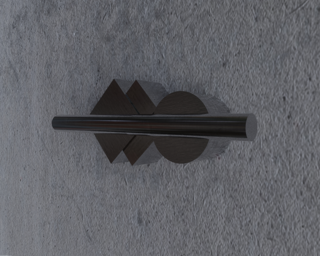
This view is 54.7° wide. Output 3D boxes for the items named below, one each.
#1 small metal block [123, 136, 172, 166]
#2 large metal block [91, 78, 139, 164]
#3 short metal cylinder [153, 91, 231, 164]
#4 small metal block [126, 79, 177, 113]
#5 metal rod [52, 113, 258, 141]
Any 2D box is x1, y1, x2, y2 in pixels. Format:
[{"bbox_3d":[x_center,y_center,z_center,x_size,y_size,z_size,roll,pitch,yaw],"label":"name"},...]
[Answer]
[{"bbox_3d":[-0.011,0.021,0.401,0.050,0.050,0.025,-50,61,28],"label":"small metal block"},{"bbox_3d":[-0.046,-0.009,0.426,0.080,0.050,0.080,-49,61,28],"label":"large metal block"},{"bbox_3d":[0.037,-0.001,0.359,0.080,0.050,0.080,0,90,40],"label":"short metal cylinder"},{"bbox_3d":[-0.008,-0.033,0.397,0.025,0.050,0.050,-50,61,28],"label":"small metal block"},{"bbox_3d":[-0.035,-0.004,0.367,0.300,0.025,0.025,2,91,40],"label":"metal rod"}]
